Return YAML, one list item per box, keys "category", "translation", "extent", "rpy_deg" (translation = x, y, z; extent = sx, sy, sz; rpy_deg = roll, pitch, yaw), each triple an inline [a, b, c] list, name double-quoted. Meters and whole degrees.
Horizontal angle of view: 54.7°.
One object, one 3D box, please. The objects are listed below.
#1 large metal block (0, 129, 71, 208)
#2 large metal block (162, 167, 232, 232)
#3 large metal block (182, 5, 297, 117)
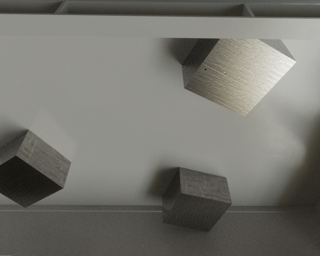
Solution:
- category: "large metal block"
  translation: [-0.190, 0.060, 0.442]
  extent: [0.080, 0.050, 0.080]
  rpy_deg: [-28, 125, 21]
- category: "large metal block"
  translation: [0.055, 0.114, 0.490]
  extent: [0.081, 0.050, 0.079]
  rpy_deg: [14, 129, -12]
- category: "large metal block"
  translation: [0.080, -0.070, 0.334]
  extent: [0.080, 0.050, 0.080]
  rpy_deg: [23, 126, -19]
